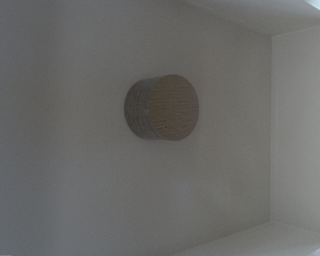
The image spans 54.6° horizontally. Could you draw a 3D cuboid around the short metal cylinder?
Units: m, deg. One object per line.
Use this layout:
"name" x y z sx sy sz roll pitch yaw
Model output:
"short metal cylinder" 0.003 -0.024 0.389 0.081 0.050 0.080 0 90 -40
